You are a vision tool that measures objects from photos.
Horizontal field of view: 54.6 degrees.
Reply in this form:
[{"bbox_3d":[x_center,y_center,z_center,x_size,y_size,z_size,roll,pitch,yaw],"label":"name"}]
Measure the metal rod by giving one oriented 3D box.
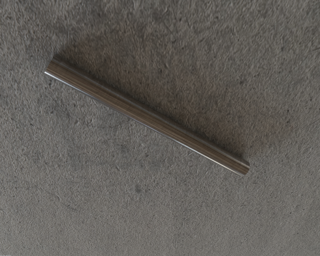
[{"bbox_3d":[0.000,-0.006,0.401,0.301,0.025,0.025,28,125,-22],"label":"metal rod"}]
